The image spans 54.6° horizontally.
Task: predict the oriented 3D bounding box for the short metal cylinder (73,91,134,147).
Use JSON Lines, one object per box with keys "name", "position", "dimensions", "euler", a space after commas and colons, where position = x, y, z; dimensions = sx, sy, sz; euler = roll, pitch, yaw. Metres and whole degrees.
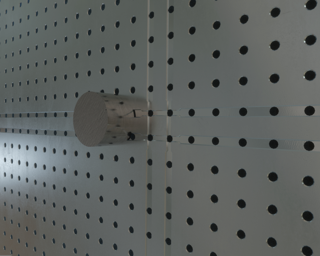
{"name": "short metal cylinder", "position": [-0.085, -0.013, 0.465], "dimensions": [0.080, 0.050, 0.080], "euler": [0, 90, 40]}
